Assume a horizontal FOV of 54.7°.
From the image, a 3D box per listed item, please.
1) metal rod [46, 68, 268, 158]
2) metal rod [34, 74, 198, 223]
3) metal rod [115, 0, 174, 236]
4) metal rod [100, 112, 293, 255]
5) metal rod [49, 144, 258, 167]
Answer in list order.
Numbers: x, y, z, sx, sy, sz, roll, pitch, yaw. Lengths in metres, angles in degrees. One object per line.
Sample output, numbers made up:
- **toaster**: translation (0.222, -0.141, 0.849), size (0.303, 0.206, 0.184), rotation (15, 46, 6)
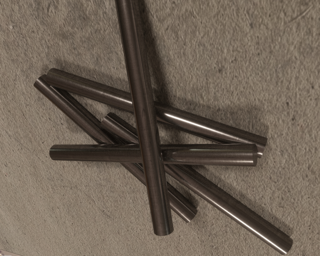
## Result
- **metal rod**: translation (-0.016, -0.025, 0.398), size (0.301, 0.025, 0.025), rotation (19, 126, 16)
- **metal rod**: translation (-0.064, 0.031, 0.457), size (0.300, 0.025, 0.025), rotation (42, 129, -2)
- **metal rod**: translation (-0.017, -0.017, 0.356), size (0.025, 0.025, 0.298), rotation (-3, 103, 29)
- **metal rod**: translation (0.047, 0.073, 0.426), size (0.301, 0.025, 0.025), rotation (35, 129, 4)
- **metal rod**: translation (-0.029, 0.034, 0.407), size (0.300, 0.025, 0.025), rotation (-2, 118, 28)
